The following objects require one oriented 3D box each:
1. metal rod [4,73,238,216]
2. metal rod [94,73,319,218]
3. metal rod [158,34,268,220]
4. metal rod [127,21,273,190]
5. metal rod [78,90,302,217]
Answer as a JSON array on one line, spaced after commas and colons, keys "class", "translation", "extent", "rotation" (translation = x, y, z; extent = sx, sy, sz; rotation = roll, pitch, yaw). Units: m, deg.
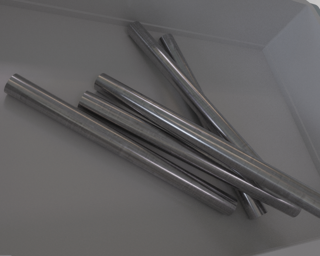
[{"class": "metal rod", "translation": [-0.038, 0.025, 0.369], "extent": [0.301, 0.025, 0.025], "rotation": [30, 52, -9]}, {"class": "metal rod", "translation": [0.049, 0.013, 0.366], "extent": [0.301, 0.025, 0.025], "rotation": [30, 49, 14]}, {"class": "metal rod", "translation": [0.069, -0.014, 0.451], "extent": [0.025, 0.025, 0.299], "rotation": [-13, 68, -33]}, {"class": "metal rod", "translation": [0.045, -0.044, 0.423], "extent": [0.025, 0.025, 0.300], "rotation": [-21, 63, -36]}, {"class": "metal rod", "translation": [0.040, 0.034, 0.386], "extent": [0.301, 0.025, 0.025], "rotation": [27, 52, -4]}]
